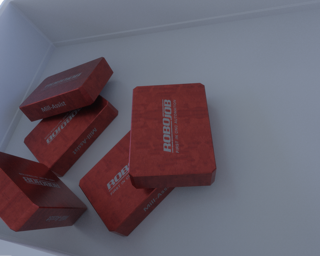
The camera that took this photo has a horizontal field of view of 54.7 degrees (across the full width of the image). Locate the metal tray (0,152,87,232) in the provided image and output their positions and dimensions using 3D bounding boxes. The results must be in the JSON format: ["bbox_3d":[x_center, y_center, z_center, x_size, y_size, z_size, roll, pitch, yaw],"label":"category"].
[{"bbox_3d":[-0.145,0.072,0.353,0.090,0.130,0.030,39,84,16],"label":"metal tray"}]

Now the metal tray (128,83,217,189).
[{"bbox_3d":[0.013,0.005,0.365,0.091,0.030,0.130,-3,52,2],"label":"metal tray"}]

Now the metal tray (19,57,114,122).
[{"bbox_3d":[-0.147,-0.061,0.488,0.130,0.030,0.090,-12,36,27],"label":"metal tray"}]

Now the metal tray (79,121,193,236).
[{"bbox_3d":[-0.028,0.054,0.383,0.130,0.030,0.090,-45,51,-4],"label":"metal tray"}]

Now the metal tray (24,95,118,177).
[{"bbox_3d":[-0.137,-0.002,0.473,0.130,0.030,0.090,-49,52,-7],"label":"metal tray"}]
